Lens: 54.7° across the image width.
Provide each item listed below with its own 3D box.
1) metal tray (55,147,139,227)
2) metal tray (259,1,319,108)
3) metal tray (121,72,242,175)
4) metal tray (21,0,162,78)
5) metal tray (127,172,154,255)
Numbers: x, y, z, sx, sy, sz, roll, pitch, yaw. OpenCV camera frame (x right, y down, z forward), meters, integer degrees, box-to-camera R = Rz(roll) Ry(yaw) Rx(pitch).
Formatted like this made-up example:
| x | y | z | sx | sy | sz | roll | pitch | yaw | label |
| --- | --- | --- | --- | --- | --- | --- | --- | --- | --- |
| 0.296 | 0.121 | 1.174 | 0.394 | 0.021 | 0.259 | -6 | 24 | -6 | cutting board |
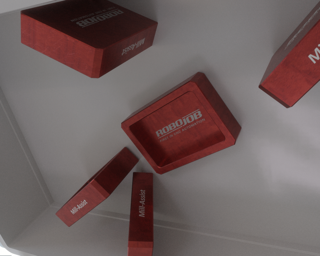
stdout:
| x | y | z | sx | sy | sz | roll | pitch | yaw | label |
| --- | --- | --- | --- | --- | --- | --- | --- | --- | --- |
| -0.096 | 0.090 | 0.473 | 0.030 | 0.090 | 0.129 | 46 | 129 | -4 | metal tray |
| 0.137 | -0.084 | 0.241 | 0.030 | 0.090 | 0.129 | 38 | 129 | 3 | metal tray |
| 0.023 | 0.000 | 0.392 | 0.130 | 0.030 | 0.090 | -29 | 103 | 37 | metal tray |
| -0.066 | -0.105 | 0.330 | 0.090 | 0.131 | 0.030 | 27 | 128 | 11 | metal tray |
| -0.028 | 0.137 | 0.440 | 0.030 | 0.130 | 0.089 | 4 | 124 | -4 | metal tray |
